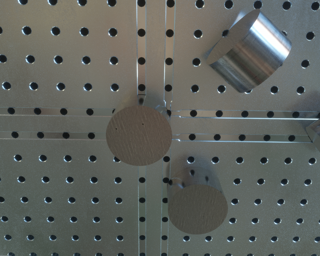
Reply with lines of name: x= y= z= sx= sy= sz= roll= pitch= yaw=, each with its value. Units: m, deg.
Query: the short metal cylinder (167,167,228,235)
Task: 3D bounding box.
short metal cylinder: x=0.051 y=0.102 z=0.438 sx=0.081 sy=0.050 sz=0.079 roll=0 pitch=110 yaw=-1

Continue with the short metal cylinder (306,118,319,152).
short metal cylinder: x=0.234 y=0.017 z=0.394 sx=0.050 sy=0.080 sz=0.080 roll=-35 pitch=107 yaw=12

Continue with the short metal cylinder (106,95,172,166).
short metal cylinder: x=-0.026 y=0.002 z=0.401 sx=0.081 sy=0.050 sz=0.079 roll=0 pitch=110 yaw=-1

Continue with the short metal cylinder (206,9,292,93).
short metal cylinder: x=0.099 y=-0.087 z=0.354 sx=0.050 sy=0.080 sz=0.080 roll=39 pitch=105 yaw=-14
